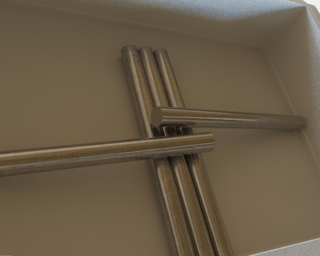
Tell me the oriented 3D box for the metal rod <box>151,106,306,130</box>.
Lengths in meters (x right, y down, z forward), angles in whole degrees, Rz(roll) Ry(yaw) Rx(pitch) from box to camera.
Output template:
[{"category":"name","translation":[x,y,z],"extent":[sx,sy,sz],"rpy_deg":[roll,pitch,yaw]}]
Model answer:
[{"category":"metal rod","translation":[0.120,-0.011,0.455],"extent":[0.302,0.025,0.025],"rpy_deg":[1,61,-35]}]

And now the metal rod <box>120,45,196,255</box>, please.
[{"category":"metal rod","translation":[-0.008,0.019,0.390],"extent":[0.025,0.025,0.299],"rpy_deg":[-1,62,-29]}]

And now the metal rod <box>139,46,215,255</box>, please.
[{"category":"metal rod","translation":[0.014,0.018,0.402],"extent":[0.025,0.025,0.299],"rpy_deg":[-1,62,-29]}]

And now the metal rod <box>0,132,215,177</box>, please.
[{"category":"metal rod","translation":[-0.076,0.028,0.326],"extent":[0.303,0.025,0.025],"rpy_deg":[-4,64,-24]}]

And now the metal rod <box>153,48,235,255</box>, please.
[{"category":"metal rod","translation":[0.036,0.018,0.414],"extent":[0.025,0.025,0.299],"rpy_deg":[-1,62,-29]}]
